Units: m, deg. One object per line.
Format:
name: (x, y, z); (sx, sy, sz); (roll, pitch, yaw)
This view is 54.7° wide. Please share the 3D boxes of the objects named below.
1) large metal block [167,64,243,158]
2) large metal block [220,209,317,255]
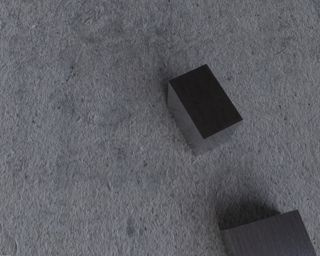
large metal block: (0.051, -0.018, 0.386); (0.050, 0.080, 0.080); (-26, 72, -9)
large metal block: (0.122, 0.143, 0.343); (0.081, 0.050, 0.080); (-14, 71, -5)
